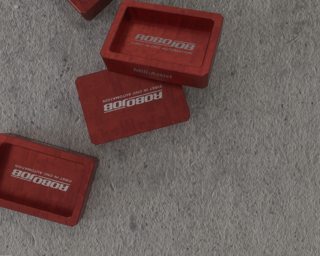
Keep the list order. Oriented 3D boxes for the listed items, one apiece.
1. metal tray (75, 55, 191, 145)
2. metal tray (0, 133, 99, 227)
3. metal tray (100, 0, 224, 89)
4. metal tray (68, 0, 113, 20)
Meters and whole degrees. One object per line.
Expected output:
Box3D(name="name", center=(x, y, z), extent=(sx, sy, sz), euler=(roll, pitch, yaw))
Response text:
Box3D(name="metal tray", center=(-0.034, -0.037, 0.407), extent=(0.131, 0.030, 0.090), euler=(-15, 90, 0))
Box3D(name="metal tray", center=(-0.157, 0.066, 0.406), extent=(0.131, 0.030, 0.090), euler=(16, 90, 0))
Box3D(name="metal tray", center=(0.004, -0.105, 0.380), extent=(0.131, 0.030, 0.090), euler=(13, 69, 11))
Box3D(name="metal tray", center=(-0.080, -0.219, 0.406), extent=(0.130, 0.030, 0.090), euler=(-43, 90, 0))
